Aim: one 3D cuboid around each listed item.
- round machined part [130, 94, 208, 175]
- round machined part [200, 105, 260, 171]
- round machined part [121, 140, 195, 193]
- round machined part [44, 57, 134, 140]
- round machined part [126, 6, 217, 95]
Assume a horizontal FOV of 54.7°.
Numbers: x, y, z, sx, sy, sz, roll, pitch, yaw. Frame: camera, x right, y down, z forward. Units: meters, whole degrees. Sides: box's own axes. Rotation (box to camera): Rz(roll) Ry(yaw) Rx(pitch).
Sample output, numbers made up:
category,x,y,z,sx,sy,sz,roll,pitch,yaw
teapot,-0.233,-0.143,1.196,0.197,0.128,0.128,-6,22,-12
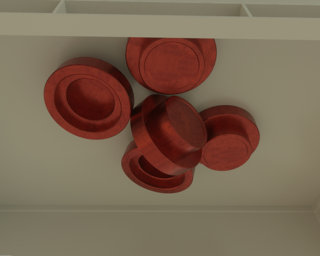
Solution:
category,x,y,z,sx,sy,sz,roll,pitch,yaw
round machined part,0.017,0.002,0.358,0.098,0.098,0.042,36,128,-27
round machined part,0.085,0.021,0.417,0.099,0.042,0.097,-1,130,-1
round machined part,0.000,0.044,0.425,0.098,0.042,0.097,10,137,10
round machined part,-0.078,-0.037,0.359,0.099,0.042,0.097,3,126,5
round machined part,0.012,-0.076,0.334,0.099,0.042,0.097,-1,130,0
